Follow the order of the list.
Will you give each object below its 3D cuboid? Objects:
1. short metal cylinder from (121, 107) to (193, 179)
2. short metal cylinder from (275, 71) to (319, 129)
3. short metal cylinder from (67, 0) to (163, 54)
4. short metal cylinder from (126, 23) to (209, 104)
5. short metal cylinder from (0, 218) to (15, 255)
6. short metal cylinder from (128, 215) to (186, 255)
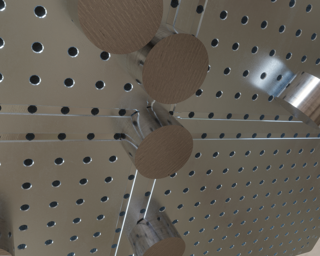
[{"bbox_3d":[-0.004,0.019,0.405,0.081,0.050,0.079,-14,124,-21],"label":"short metal cylinder"},{"bbox_3d":[0.225,-0.042,0.472,0.080,0.080,0.050,32,100,-38],"label":"short metal cylinder"},{"bbox_3d":[-0.044,-0.117,0.298,0.081,0.050,0.079,-14,124,-21],"label":"short metal cylinder"},{"bbox_3d":[0.008,-0.074,0.353,0.081,0.050,0.079,-14,124,-21],"label":"short metal cylinder"},{"bbox_3d":[-0.218,0.152,0.370,0.081,0.050,0.079,-14,124,-21],"label":"short metal cylinder"},{"bbox_3d":[-0.005,0.191,0.510,0.081,0.050,0.079,-14,124,-21],"label":"short metal cylinder"}]
